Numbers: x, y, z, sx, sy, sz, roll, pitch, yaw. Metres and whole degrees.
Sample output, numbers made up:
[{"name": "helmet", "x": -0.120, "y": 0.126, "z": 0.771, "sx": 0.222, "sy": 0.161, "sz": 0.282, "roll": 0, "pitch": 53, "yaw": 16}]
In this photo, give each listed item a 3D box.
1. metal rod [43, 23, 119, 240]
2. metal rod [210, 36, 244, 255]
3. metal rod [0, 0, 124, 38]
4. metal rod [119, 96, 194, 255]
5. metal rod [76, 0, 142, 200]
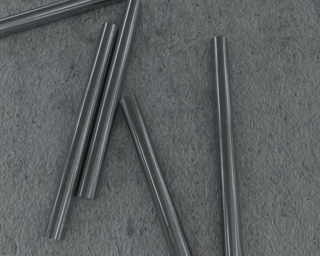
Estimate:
[{"name": "metal rod", "x": -0.099, "y": -0.010, "z": 0.410, "sx": 0.025, "sy": 0.025, "sz": 0.299, "roll": 9, "pitch": 70, "yaw": 3}, {"name": "metal rod", "x": 0.085, "y": 0.013, "z": 0.403, "sx": 0.025, "sy": 0.025, "sz": 0.299, "roll": 1, "pitch": 70, "yaw": 0}, {"name": "metal rod", "x": -0.177, "y": -0.171, "z": 0.469, "sx": 0.302, "sy": 0.025, "sz": 0.025, "roll": -20, "pitch": 71, "yaw": -7}, {"name": "metal rod", "x": 0.006, "y": 0.095, "z": 0.373, "sx": 0.025, "sy": 0.025, "sz": 0.299, "roll": -18, "pitch": 71, "yaw": -7}, {"name": "metal rod", "x": -0.064, "y": -0.053, "z": 0.426, "sx": 0.025, "sy": 0.025, "sz": 0.299, "roll": 9, "pitch": 70, "yaw": 3}]
